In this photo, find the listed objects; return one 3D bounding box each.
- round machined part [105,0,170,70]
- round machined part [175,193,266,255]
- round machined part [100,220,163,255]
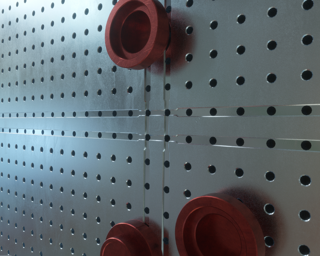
[{"bbox_3d":[-0.026,-0.127,0.418,0.098,0.042,0.097,0,90,39],"label":"round machined part"},{"bbox_3d":[0.068,0.120,0.341,0.098,0.042,0.097,0,90,39],"label":"round machined part"},{"bbox_3d":[-0.046,0.183,0.434,0.098,0.042,0.097,0,90,39],"label":"round machined part"}]
